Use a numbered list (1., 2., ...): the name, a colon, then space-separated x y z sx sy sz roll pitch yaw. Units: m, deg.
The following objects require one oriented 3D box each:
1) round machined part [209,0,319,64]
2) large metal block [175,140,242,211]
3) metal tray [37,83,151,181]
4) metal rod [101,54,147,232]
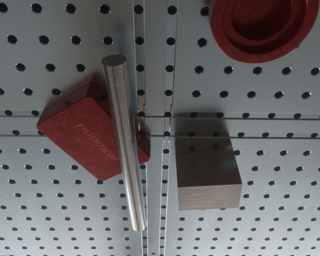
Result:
1. round machined part: 0.097 -0.116 0.303 0.099 0.042 0.097 0 130 0
2. large metal block: 0.064 0.065 0.432 0.080 0.080 0.050 -3 130 2
3. metal tray: -0.084 0.011 0.417 0.090 0.030 0.130 -26 126 20
4. metal rod: -0.040 0.045 0.409 0.025 0.025 0.298 -2 131 1
